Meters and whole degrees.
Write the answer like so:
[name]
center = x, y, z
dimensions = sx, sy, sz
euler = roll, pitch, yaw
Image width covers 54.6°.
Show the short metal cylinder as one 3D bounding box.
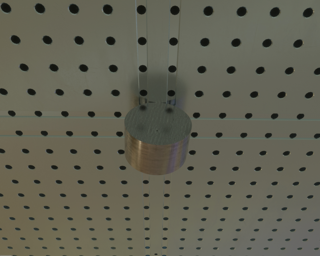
[short metal cylinder]
center = -0.004, 0.012, 0.385
dimensions = 0.080, 0.080, 0.050
euler = 3, 130, -3
